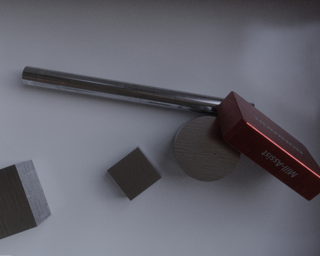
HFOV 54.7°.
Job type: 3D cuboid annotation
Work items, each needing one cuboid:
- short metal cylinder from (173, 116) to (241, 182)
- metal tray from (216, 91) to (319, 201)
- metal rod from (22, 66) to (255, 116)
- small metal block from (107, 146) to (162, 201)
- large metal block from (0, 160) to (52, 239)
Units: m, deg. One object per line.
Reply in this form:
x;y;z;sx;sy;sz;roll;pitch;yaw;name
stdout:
0.058;0.025;0.400;0.081;0.050;0.079;0;90;-1;short metal cylinder
0.129;0.018;0.366;0.130;0.090;0.030;35;114;-12;metal tray
-0.027;-0.046;0.411;0.302;0.025;0.025;9;90;-1;metal rod
-0.033;0.059;0.411;0.050;0.025;0.050;-37;90;0;small metal block
-0.199;0.094;0.396;0.080;0.050;0.080;-19;90;-1;large metal block
